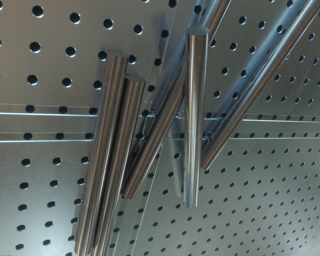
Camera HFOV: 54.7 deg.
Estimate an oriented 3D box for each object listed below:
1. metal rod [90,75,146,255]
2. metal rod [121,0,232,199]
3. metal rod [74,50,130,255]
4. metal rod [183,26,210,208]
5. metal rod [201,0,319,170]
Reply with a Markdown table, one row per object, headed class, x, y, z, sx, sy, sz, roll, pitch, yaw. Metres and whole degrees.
| class | x | y | z | sx | sy | sz | roll | pitch | yaw |
| --- | --- | --- | --- | --- | --- | --- | --- | --- | --- |
| metal rod | -0.063 | 0.073 | 0.423 | 0.025 | 0.025 | 0.298 | 0 | 118 | -29 |
| metal rod | 0.015 | -0.033 | 0.400 | 0.025 | 0.025 | 0.298 | 13 | 112 | -34 |
| metal rod | -0.080 | 0.050 | 0.399 | 0.025 | 0.025 | 0.298 | 0 | 118 | -29 |
| metal rod | 0.046 | 0.011 | 0.422 | 0.025 | 0.025 | 0.298 | -19 | 133 | -18 |
| metal rod | 0.142 | -0.064 | 0.451 | 0.025 | 0.025 | 0.299 | 23 | 106 | -37 |
